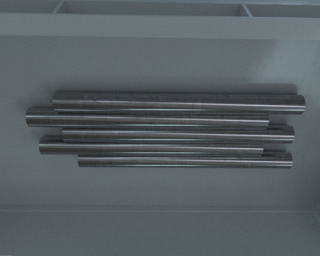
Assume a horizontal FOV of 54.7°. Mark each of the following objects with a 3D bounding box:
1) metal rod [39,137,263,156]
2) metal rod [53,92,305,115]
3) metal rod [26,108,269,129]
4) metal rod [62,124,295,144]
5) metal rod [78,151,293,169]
[{"bbox_3d":[-0.011,0.026,0.429,0.302,0.025,0.025,1,130,-1],"label":"metal rod"},{"bbox_3d":[0.024,-0.030,0.382,0.302,0.025,0.025,1,130,-1],"label":"metal rod"},{"bbox_3d":[-0.014,-0.012,0.397,0.302,0.025,0.025,1,130,-1],"label":"metal rod"},{"bbox_3d":[0.025,0.007,0.414,0.302,0.025,0.025,1,130,-1],"label":"metal rod"},{"bbox_3d":[0.036,0.045,0.446,0.302,0.025,0.025,1,130,-1],"label":"metal rod"}]
